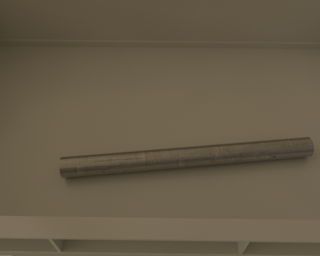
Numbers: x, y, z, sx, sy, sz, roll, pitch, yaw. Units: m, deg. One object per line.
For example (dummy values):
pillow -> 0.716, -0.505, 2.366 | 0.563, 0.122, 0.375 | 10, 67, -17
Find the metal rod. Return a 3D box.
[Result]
metal rod -> 0.035, 0.035, 0.375 | 0.302, 0.025, 0.025 | -4, 50, -4
